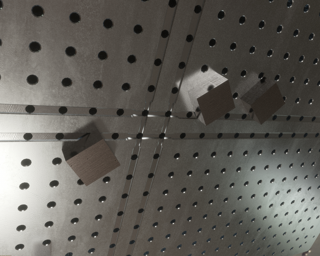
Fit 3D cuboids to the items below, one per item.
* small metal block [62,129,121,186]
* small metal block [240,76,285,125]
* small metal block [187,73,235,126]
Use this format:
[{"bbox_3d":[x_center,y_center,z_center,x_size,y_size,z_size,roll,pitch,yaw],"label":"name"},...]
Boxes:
[{"bbox_3d":[-0.085,0.037,0.389,0.050,0.025,0.050,-32,129,-8],"label":"small metal block"},{"bbox_3d":[0.158,-0.042,0.474,0.050,0.025,0.050,-42,130,0],"label":"small metal block"},{"bbox_3d":[0.072,-0.039,0.428,0.050,0.025,0.050,-32,129,-8],"label":"small metal block"}]
